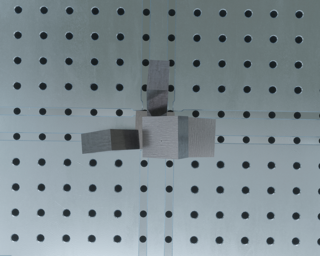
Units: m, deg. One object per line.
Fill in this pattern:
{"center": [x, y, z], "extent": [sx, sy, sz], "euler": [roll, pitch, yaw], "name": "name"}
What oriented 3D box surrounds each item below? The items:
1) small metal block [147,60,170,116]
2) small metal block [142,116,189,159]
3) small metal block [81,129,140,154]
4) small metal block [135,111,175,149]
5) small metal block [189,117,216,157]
{"center": [-0.002, -0.049, 0.391], "extent": [0.025, 0.050, 0.050], "euler": [3, 54, 1], "name": "small metal block"}
{"center": [0.006, 0.011, 0.377], "extent": [0.050, 0.025, 0.050], "euler": [0, 90, 33], "name": "small metal block"}
{"center": [-0.062, 0.017, 0.390], "extent": [0.050, 0.050, 0.025], "euler": [-9, 84, 35], "name": "small metal block"}
{"center": [-0.007, 0.003, 0.414], "extent": [0.050, 0.025, 0.050], "euler": [2, 90, 0], "name": "small metal block"}
{"center": [0.044, 0.012, 0.403], "extent": [0.050, 0.025, 0.050], "euler": [3, 90, -31], "name": "small metal block"}
